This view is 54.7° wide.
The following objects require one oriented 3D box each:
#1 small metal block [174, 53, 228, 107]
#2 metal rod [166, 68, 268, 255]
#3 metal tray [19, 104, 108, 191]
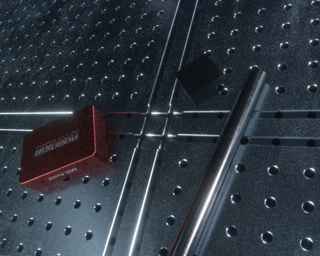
[{"bbox_3d":[0.055,-0.065,0.418,0.050,0.025,0.050,-34,52,6],"label":"small metal block"},{"bbox_3d":[0.056,0.061,0.340,0.025,0.025,0.300,15,69,34],"label":"metal rod"},{"bbox_3d":[-0.144,0.029,0.461,0.130,0.030,0.090,-22,54,14],"label":"metal tray"}]
